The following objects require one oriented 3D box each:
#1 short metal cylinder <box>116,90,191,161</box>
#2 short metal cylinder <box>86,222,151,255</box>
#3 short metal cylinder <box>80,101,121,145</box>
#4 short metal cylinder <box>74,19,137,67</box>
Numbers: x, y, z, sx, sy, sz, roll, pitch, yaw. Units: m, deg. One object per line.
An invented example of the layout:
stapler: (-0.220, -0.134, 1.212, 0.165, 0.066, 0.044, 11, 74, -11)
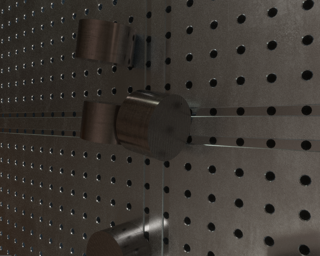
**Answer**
short metal cylinder: (-0.006, -0.004, 0.377, 0.050, 0.081, 0.079, 14, 99, 39)
short metal cylinder: (-0.059, 0.180, 0.440, 0.080, 0.050, 0.079, 0, 90, 39)
short metal cylinder: (-0.066, -0.009, 0.426, 0.080, 0.081, 0.050, 11, 97, 39)
short metal cylinder: (-0.075, -0.117, 0.433, 0.080, 0.081, 0.050, 14, 99, 39)
